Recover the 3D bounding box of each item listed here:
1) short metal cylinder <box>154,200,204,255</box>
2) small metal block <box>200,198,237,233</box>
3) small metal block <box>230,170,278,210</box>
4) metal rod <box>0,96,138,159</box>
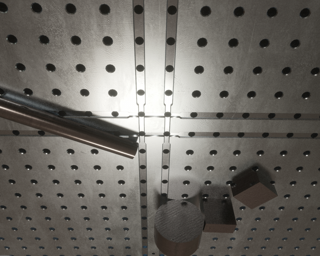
[{"bbox_3d":[0.031,0.168,0.520,0.081,0.080,0.050,1,130,-2],"label":"short metal cylinder"},{"bbox_3d":[0.097,0.147,0.523,0.050,0.050,0.025,4,130,-4],"label":"small metal block"},{"bbox_3d":[0.151,0.100,0.500,0.050,0.025,0.050,36,121,-27],"label":"small metal block"},{"bbox_3d":[-0.172,-0.017,0.394,0.302,0.025,0.025,20,127,-17],"label":"metal rod"}]
